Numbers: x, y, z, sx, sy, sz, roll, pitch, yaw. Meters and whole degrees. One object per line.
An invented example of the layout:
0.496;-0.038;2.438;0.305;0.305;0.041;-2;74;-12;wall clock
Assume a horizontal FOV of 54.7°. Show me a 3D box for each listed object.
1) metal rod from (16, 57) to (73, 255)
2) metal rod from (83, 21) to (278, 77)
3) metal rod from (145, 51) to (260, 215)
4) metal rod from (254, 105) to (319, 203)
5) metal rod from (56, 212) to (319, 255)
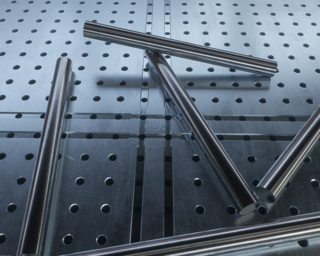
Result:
-0.139;0.011;0.396;0.025;0.025;0.300;-3;50;-3;metal rod
0.032;-0.123;0.484;0.302;0.025;0.025;12;51;-1;metal rod
0.042;-0.020;0.424;0.025;0.025;0.300;-17;52;-14;metal rod
0.217;-0.011;0.419;0.025;0.025;0.302;35;58;25;metal rod
0.051;0.116;0.311;0.302;0.025;0.025;-7;51;-7;metal rod
